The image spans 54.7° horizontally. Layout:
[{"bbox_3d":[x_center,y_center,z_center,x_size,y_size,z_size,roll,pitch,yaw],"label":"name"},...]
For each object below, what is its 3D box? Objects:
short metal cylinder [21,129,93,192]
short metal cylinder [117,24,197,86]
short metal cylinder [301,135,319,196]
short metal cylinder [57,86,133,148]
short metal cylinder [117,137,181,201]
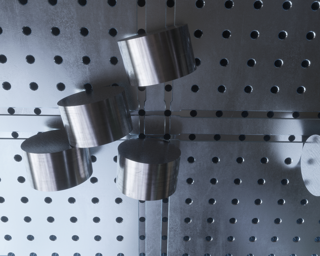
[{"bbox_3d":[-0.130,0.038,0.396,0.081,0.080,0.050,-3,110,0],"label":"short metal cylinder"},{"bbox_3d":[-0.003,-0.084,0.353,0.080,0.080,0.050,-13,110,4],"label":"short metal cylinder"},{"bbox_3d":[0.228,0.049,0.406,0.050,0.080,0.079,2,110,-1],"label":"short metal cylinder"},{"bbox_3d":[-0.077,-0.016,0.377,0.080,0.080,0.050,-10,110,3],"label":"short metal cylinder"},{"bbox_3d":[-0.016,0.051,0.403,0.081,0.080,0.050,5,110,-2],"label":"short metal cylinder"}]
